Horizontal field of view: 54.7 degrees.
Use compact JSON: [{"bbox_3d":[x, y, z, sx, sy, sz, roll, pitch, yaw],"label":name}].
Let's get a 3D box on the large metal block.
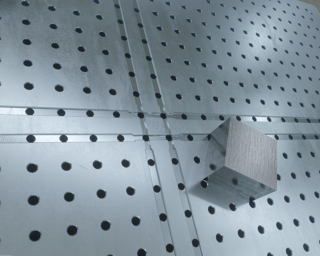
[{"bbox_3d":[0.112,0.044,0.428,0.080,0.050,0.080,26,53,-13],"label":"large metal block"}]
